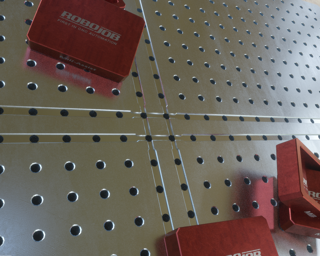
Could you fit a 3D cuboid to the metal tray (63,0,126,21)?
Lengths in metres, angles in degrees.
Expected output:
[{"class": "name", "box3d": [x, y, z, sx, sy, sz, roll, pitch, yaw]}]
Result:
[{"class": "metal tray", "box3d": [-0.123, -0.216, 0.470, 0.091, 0.030, 0.130, -23, 74, -36]}]

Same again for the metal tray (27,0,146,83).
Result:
[{"class": "metal tray", "box3d": [-0.094, -0.126, 0.410, 0.131, 0.030, 0.090, 19, 77, -17]}]

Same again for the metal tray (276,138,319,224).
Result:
[{"class": "metal tray", "box3d": [0.213, 0.084, 0.434, 0.130, 0.030, 0.090, 36, 47, -26]}]

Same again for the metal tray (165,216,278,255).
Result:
[{"class": "metal tray", "box3d": [0.077, 0.154, 0.352, 0.131, 0.030, 0.090, 2, 61, -27]}]

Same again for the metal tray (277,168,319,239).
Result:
[{"class": "metal tray", "box3d": [0.236, 0.109, 0.435, 0.131, 0.030, 0.090, 13, 53, -1]}]
